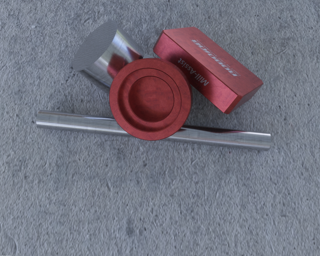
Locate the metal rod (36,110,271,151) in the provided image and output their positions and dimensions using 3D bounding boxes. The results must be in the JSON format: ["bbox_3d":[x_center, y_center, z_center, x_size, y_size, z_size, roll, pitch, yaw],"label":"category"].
[{"bbox_3d":[-0.009,0.003,0.408,0.302,0.025,0.025,6,70,2],"label":"metal rod"}]

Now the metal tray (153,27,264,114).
[{"bbox_3d":[0.065,-0.081,0.410,0.130,0.030,0.091,44,37,14],"label":"metal tray"}]

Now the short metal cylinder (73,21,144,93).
[{"bbox_3d":[-0.068,-0.093,0.409,0.080,0.050,0.080,-25,45,29],"label":"short metal cylinder"}]

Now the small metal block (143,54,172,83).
[{"bbox_3d":[-0.001,-0.068,0.419,0.050,0.050,0.025,22,72,8],"label":"small metal block"}]

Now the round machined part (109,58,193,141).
[{"bbox_3d":[-0.009,-0.037,0.381,0.098,0.042,0.097,3,105,11],"label":"round machined part"}]
